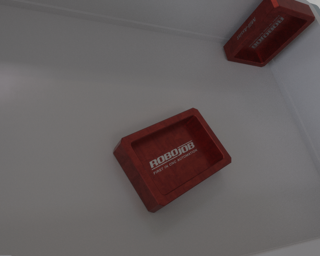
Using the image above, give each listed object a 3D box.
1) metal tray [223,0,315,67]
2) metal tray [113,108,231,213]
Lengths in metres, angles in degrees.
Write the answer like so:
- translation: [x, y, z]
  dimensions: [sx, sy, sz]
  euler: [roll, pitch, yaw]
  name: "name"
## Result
- translation: [0.184, -0.163, 0.536]
  dimensions: [0.091, 0.129, 0.030]
  euler: [4, 60, -27]
  name: "metal tray"
- translation: [0.019, 0.035, 0.391]
  dimensions: [0.131, 0.030, 0.090]
  euler: [-24, 75, -36]
  name: "metal tray"
